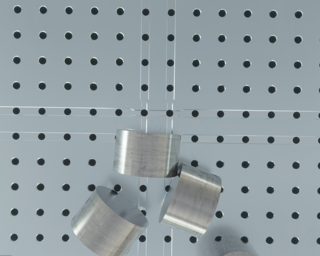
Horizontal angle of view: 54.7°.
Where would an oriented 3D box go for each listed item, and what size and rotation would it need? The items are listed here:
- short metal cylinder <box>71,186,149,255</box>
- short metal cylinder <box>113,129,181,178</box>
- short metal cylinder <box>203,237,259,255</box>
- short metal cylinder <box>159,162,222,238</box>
[{"bbox_3d":[-0.061,0.117,0.385,0.080,0.080,0.050,36,90,0],"label":"short metal cylinder"},{"bbox_3d":[-0.016,0.030,0.386,0.080,0.080,0.050,5,90,0],"label":"short metal cylinder"},{"bbox_3d":[0.097,0.190,0.402,0.081,0.050,0.079,0,90,0],"label":"short metal cylinder"},{"bbox_3d":[0.037,0.089,0.386,0.050,0.080,0.080,22,90,0],"label":"short metal cylinder"}]
